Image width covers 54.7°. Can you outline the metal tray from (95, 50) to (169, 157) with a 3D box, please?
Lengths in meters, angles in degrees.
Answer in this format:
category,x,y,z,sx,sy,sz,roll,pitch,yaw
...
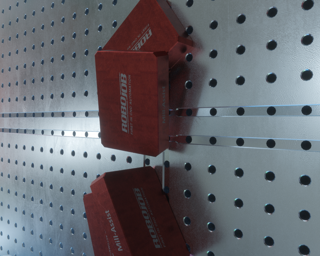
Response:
category,x,y,z,sx,sy,sz,roll,pitch,yaw
metal tray,-0.035,-0.034,0.401,0.090,0.030,0.129,8,109,26

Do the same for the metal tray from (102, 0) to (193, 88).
category,x,y,z,sx,sy,sz,roll,pitch,yaw
metal tray,-0.027,-0.106,0.426,0.129,0.030,0.090,-42,65,31

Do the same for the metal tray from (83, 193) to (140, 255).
category,x,y,z,sx,sy,sz,roll,pitch,yaw
metal tray,-0.063,0.153,0.456,0.090,0.030,0.129,-24,75,37

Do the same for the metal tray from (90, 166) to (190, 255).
category,x,y,z,sx,sy,sz,roll,pitch,yaw
metal tray,-0.023,0.115,0.384,0.030,0.091,0.130,-37,68,34
